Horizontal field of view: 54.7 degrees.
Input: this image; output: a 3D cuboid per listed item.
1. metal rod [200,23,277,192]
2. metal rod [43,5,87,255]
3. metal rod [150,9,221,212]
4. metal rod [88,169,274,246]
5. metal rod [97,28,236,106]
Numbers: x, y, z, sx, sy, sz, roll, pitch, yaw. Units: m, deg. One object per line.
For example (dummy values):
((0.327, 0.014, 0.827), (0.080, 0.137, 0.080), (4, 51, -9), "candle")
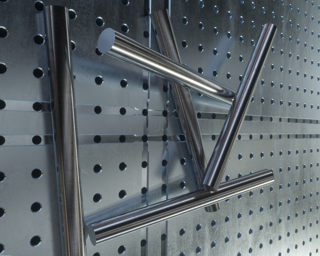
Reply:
((0.127, -0.044, 0.475), (0.025, 0.025, 0.300), (41, 64, -33), "metal rod")
((-0.098, 0.026, 0.327), (0.025, 0.025, 0.298), (-6, 94, -40), "metal rod")
((0.040, -0.015, 0.444), (0.025, 0.025, 0.298), (-28, 107, -37), "metal rod")
((0.050, 0.100, 0.427), (0.303, 0.025, 0.025), (-9, 96, -32), "metal rod")
((0.043, -0.064, 0.412), (0.302, 0.025, 0.025), (12, 83, -50), "metal rod")
